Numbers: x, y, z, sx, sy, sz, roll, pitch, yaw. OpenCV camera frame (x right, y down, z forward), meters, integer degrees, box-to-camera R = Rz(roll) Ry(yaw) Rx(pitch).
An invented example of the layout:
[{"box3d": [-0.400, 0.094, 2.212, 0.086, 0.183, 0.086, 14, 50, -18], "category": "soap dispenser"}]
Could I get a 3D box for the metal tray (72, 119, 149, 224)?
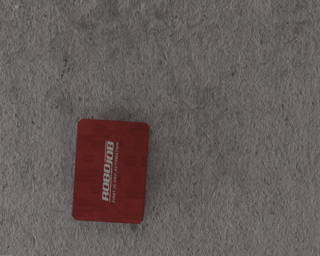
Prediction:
[{"box3d": [-0.063, 0.055, 0.407, 0.090, 0.030, 0.129, 4, 90, 0], "category": "metal tray"}]
